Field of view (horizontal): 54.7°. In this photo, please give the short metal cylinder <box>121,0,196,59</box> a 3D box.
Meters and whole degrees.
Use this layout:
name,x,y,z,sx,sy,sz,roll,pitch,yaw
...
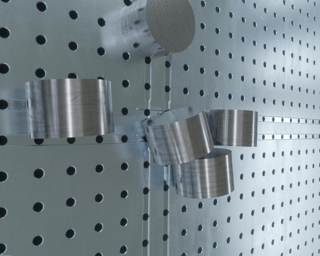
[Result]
name,x,y,z,sx,sy,sz,roll,pitch,yaw
short metal cylinder,-0.001,-0.131,0.391,0.081,0.050,0.079,0,90,-40

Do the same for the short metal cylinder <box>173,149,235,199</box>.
name,x,y,z,sx,sy,sz,roll,pitch,yaw
short metal cylinder,0.059,0.059,0.423,0.081,0.080,0.050,-10,97,-40

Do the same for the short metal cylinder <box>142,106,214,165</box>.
name,x,y,z,sx,sy,sz,roll,pitch,yaw
short metal cylinder,0.023,0.008,0.392,0.081,0.080,0.050,-25,106,-37

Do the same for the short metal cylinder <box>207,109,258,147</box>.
name,x,y,z,sx,sy,sz,roll,pitch,yaw
short metal cylinder,0.103,0.001,0.459,0.081,0.080,0.050,3,88,-40

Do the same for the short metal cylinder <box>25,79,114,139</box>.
name,x,y,z,sx,sy,sz,roll,pitch,yaw
short metal cylinder,-0.086,-0.018,0.301,0.081,0.080,0.050,-5,94,-40
